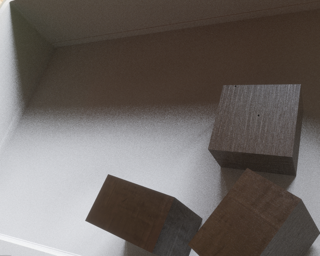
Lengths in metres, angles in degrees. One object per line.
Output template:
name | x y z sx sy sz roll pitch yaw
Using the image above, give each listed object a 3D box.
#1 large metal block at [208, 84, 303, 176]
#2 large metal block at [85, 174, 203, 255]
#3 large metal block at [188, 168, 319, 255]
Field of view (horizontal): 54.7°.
large metal block | 0.106 0.001 0.333 0.080 0.050 0.080 4 63 29
large metal block | -0.013 0.094 0.318 0.080 0.080 0.050 12 68 33
large metal block | 0.083 0.094 0.264 0.080 0.080 0.050 -50 42 -7
